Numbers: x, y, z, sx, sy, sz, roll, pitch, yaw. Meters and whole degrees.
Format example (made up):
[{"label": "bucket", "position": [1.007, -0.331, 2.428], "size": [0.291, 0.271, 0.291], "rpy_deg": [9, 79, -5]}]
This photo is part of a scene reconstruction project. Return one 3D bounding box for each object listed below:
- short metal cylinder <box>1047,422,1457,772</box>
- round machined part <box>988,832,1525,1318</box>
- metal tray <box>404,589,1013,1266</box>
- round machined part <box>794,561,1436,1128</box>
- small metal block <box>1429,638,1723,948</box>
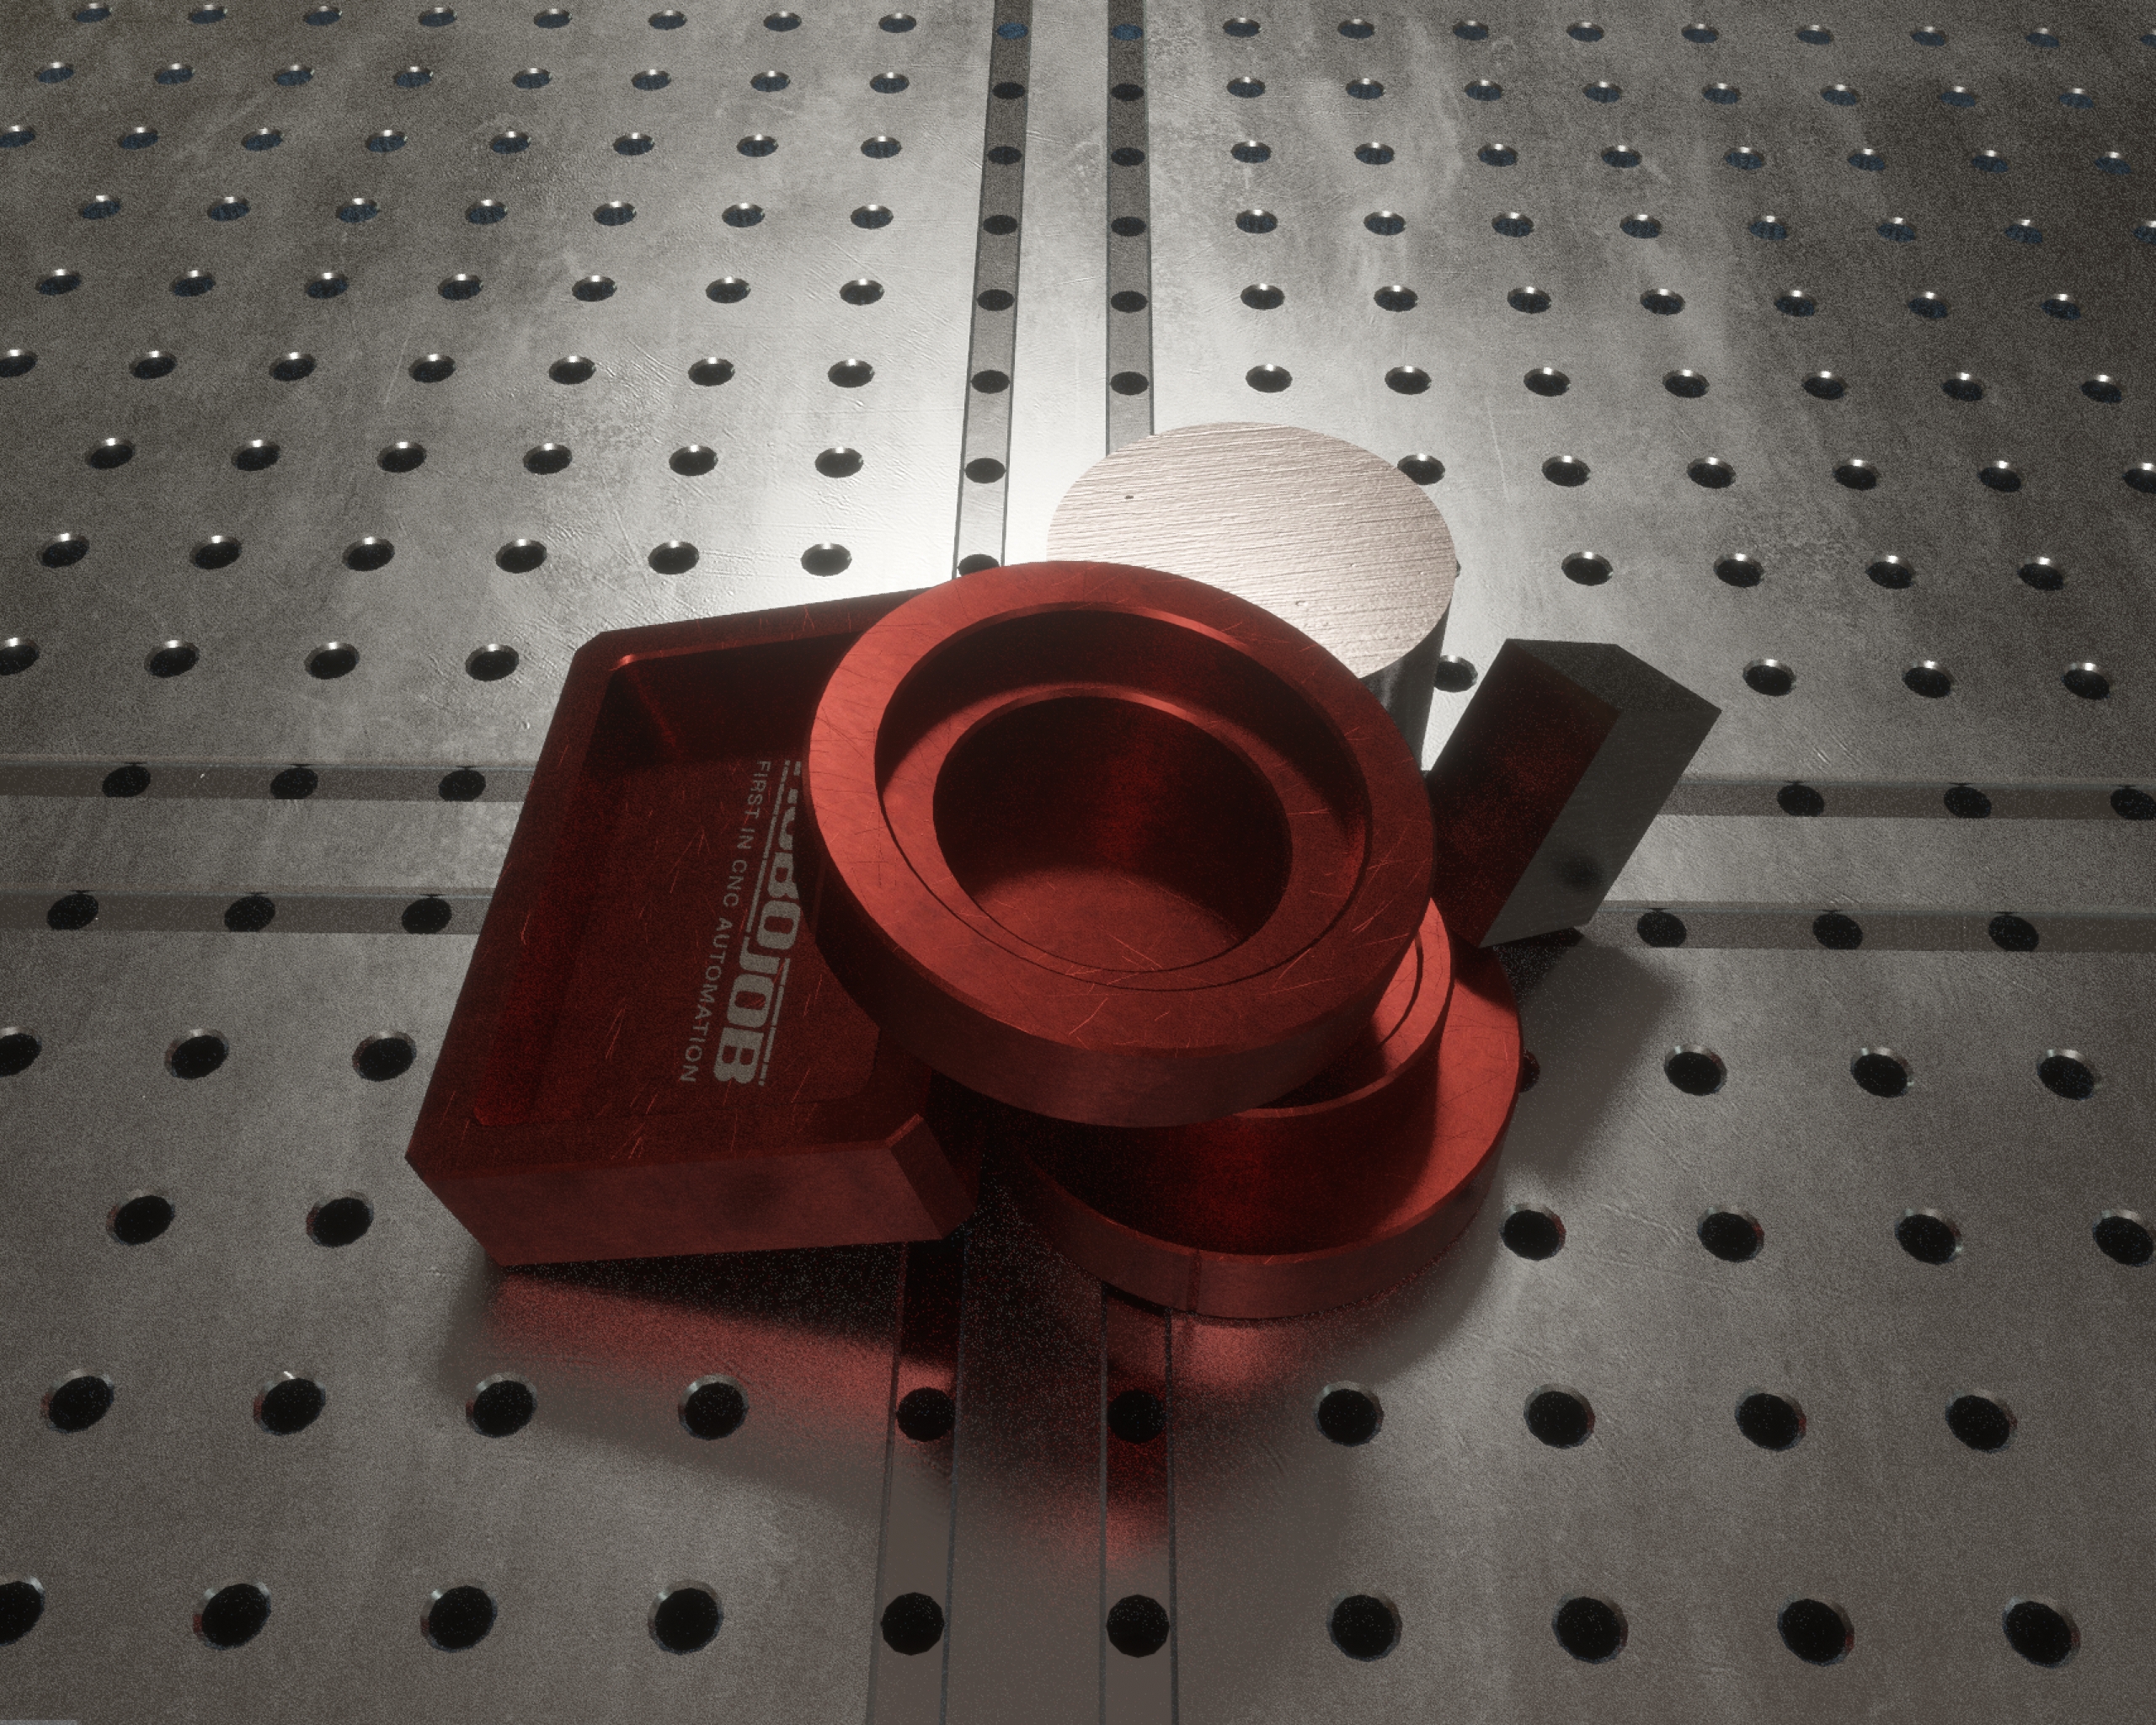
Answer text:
[{"label": "short metal cylinder", "position": [0.034, -0.046, 0.430], "size": [0.081, 0.050, 0.080], "rpy_deg": [0, 50, 0]}, {"label": "round machined part", "position": [0.030, 0.028, 0.372], "size": [0.099, 0.042, 0.098], "rpy_deg": [0, 50, 0]}, {"label": "metal tray", "position": [-0.059, 0.007, 0.383], "size": [0.090, 0.030, 0.130], "rpy_deg": [-6, 49, 13]}, {"label": "round machined part", "position": [0.004, 0.001, 0.334], "size": [0.099, 0.042, 0.098], "rpy_deg": [7, 51, -8]}, {"label": "small metal block", "position": [0.089, -0.014, 0.391], "size": [0.025, 0.050, 0.050], "rpy_deg": [39, 25, 27]}]
